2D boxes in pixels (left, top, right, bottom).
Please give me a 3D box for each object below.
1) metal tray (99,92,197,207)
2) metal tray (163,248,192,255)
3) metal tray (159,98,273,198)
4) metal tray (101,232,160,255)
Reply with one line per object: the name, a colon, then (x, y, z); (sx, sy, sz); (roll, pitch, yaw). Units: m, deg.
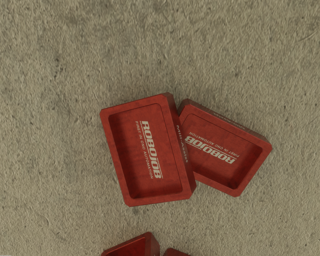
metal tray: (-0.014, 0.028, 0.389); (0.090, 0.030, 0.129); (-13, 96, 20)
metal tray: (0.024, 0.266, 0.505); (0.090, 0.030, 0.129); (26, 108, -9)
metal tray: (0.070, 0.028, 0.417); (0.131, 0.030, 0.089); (26, 108, -9)
metal tray: (-0.047, 0.213, 0.432); (0.090, 0.130, 0.030); (-26, 108, 9)
